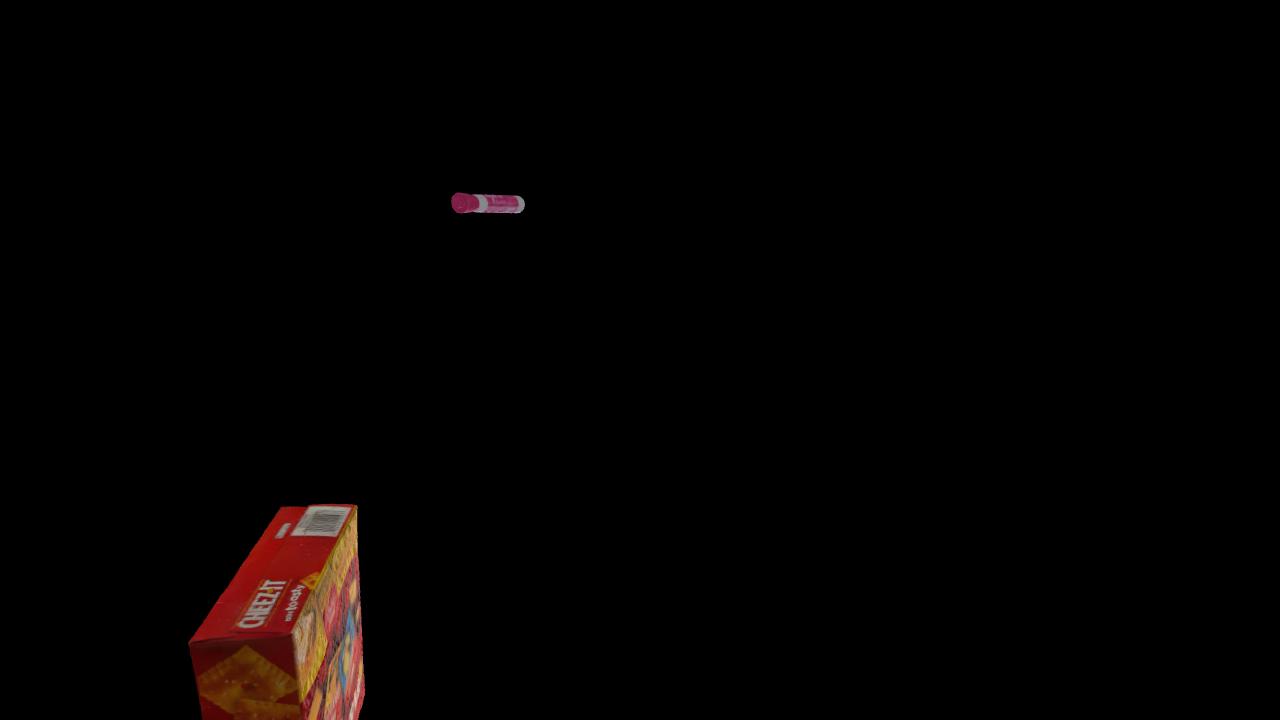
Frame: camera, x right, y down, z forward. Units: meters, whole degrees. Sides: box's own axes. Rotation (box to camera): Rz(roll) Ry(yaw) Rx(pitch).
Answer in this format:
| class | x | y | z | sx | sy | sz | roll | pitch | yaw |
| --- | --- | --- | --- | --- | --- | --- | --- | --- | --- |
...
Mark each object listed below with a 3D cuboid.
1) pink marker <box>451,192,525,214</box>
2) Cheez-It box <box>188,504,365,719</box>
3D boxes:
| class | x | y | z | sx | sy | sz | roll | pitch | yaw |
| --- | --- | --- | --- | --- | --- | --- | --- | --- | --- |
| pink marker | -0.151 | -0.157 | 0.618 | 0.020 | 0.020 | 0.121 | 0 | 13 | 17 |
| Cheez-It box | -0.279 | 0.256 | 0.503 | 0.071 | 0.223 | 0.166 | 1 | 18 | -11 |
